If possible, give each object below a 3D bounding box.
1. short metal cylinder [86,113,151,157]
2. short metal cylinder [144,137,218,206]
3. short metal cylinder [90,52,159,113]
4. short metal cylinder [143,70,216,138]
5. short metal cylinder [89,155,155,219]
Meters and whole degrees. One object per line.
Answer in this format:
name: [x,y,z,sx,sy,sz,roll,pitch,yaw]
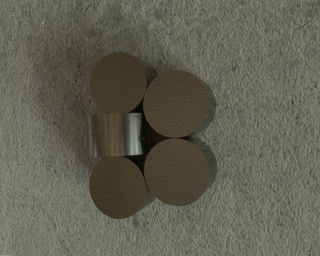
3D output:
short metal cylinder: [-0.053,0.008,0.400,0.080,0.080,0.050,-3,89,20]
short metal cylinder: [0.027,0.052,0.387,0.080,0.050,0.080,0,91,21]
short metal cylinder: [-0.045,-0.056,0.413,0.080,0.050,0.080,0,90,21]
short metal cylinder: [0.026,-0.028,0.387,0.080,0.050,0.080,0,91,20]
short metal cylinder: [-0.046,0.074,0.413,0.080,0.050,0.080,0,90,21]
